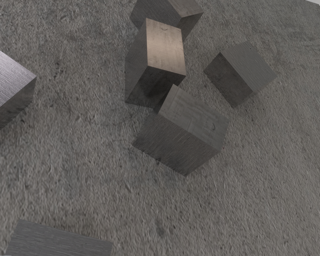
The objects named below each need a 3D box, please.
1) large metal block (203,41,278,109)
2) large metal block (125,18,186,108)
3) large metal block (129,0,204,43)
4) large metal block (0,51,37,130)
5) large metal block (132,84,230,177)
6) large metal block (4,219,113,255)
[{"bbox_3d":[0.134,-0.090,0.514,0.081,0.050,0.080,-29,78,-37],"label":"large metal block"},{"bbox_3d":[-0.010,-0.083,0.414,0.050,0.080,0.080,11,57,-23],"label":"large metal block"},{"bbox_3d":[0.008,-0.175,0.479,0.050,0.080,0.080,-29,78,-37],"label":"large metal block"},{"bbox_3d":[-0.187,-0.039,0.311,0.080,0.050,0.080,35,51,-5],"label":"large metal block"},{"bbox_3d":[0.024,0.006,0.377,0.080,0.080,0.050,32,52,-8],"label":"large metal block"},{"bbox_3d":[-0.093,0.131,0.257,0.080,0.050,0.080,21,54,-16],"label":"large metal block"}]
